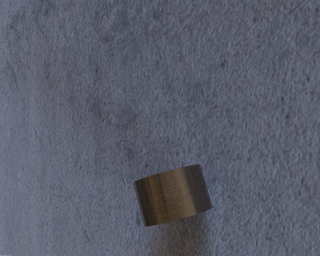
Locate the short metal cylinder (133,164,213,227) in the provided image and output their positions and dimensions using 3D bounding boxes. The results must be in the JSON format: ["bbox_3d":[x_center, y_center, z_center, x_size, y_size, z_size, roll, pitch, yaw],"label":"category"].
[{"bbox_3d":[0.014,0.077,0.356,0.080,0.081,0.050,-25,75,37],"label":"short metal cylinder"}]
